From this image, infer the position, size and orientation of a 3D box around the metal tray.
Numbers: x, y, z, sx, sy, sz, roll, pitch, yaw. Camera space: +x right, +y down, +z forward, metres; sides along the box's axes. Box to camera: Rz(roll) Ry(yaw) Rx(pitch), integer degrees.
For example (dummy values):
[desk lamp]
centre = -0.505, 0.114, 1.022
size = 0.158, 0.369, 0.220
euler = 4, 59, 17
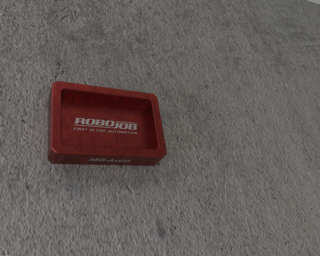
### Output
[metal tray]
centre = -0.062, -0.003, 0.368
size = 0.131, 0.030, 0.090
euler = 5, 60, -26
